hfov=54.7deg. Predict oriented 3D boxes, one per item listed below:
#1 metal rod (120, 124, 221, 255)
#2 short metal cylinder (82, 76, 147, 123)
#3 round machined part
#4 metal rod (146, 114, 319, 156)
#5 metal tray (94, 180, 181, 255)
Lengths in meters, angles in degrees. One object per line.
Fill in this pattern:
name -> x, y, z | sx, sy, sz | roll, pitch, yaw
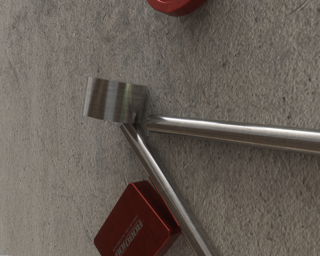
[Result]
metal rod -> 0.030, 0.109, 0.380 | 0.025, 0.025, 0.299 | -48, 62, 29
short metal cylinder -> -0.061, -0.039, 0.420 | 0.080, 0.081, 0.050 | 16, 101, 39
round machined part -> 0.029, -0.182, 0.370 | 0.098, 0.042, 0.097 | 0, 90, 40
metal rod -> 0.105, 0.008, 0.318 | 0.300, 0.025, 0.025 | 7, 95, 39
metal tray -> -0.035, 0.149, 0.430 | 0.090, 0.030, 0.129 | 46, 117, 30
